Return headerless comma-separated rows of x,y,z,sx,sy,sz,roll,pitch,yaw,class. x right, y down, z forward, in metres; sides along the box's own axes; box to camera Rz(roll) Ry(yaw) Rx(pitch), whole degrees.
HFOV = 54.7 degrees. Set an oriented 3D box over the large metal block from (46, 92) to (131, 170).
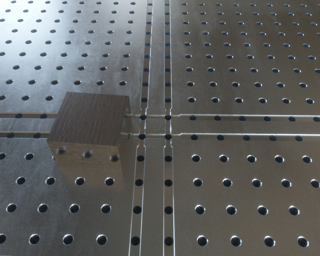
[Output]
-0.083,0.003,0.388,0.080,0.050,0.080,4,50,3,large metal block
